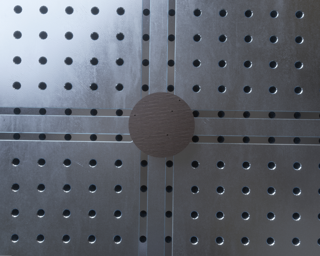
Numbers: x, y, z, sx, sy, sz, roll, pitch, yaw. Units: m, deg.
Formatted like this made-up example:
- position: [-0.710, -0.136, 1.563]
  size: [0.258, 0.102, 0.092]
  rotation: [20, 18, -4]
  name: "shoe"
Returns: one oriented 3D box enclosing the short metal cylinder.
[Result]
- position: [0.002, -0.004, 0.401]
  size: [0.080, 0.050, 0.080]
  rotation: [0, 90, 0]
  name: "short metal cylinder"
